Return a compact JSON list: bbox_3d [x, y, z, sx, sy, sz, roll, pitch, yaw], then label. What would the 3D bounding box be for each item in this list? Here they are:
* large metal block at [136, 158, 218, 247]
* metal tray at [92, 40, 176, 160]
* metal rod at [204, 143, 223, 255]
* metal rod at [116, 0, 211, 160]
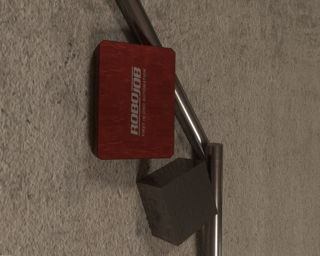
[{"bbox_3d":[0.025,0.093,0.411,0.081,0.050,0.080,-25,106,-37],"label":"large metal block"},{"bbox_3d":[-0.030,-0.030,0.361,0.091,0.030,0.129,1,89,-22],"label":"metal tray"},{"bbox_3d":[0.078,0.171,0.456,0.025,0.025,0.298,-7,100,-40],"label":"metal rod"},{"bbox_3d":[0.016,-0.056,0.420,0.025,0.025,0.299,-44,117,-31],"label":"metal rod"}]
